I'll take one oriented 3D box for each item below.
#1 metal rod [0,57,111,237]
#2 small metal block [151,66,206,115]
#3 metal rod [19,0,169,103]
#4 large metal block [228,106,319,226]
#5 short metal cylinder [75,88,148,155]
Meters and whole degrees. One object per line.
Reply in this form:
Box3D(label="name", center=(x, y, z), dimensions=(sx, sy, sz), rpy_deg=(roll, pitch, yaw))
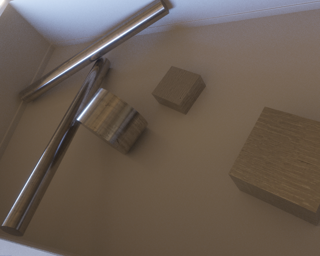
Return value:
Box3D(label="metal rod", center=(-0.126, -0.001, 0.424), dimensions=(0.025, 0.025, 0.300), rpy_deg=(-7, 44, 24))
Box3D(label="small metal block", center=(0.026, -0.052, 0.423), dimensions=(0.050, 0.025, 0.050), rpy_deg=(27, 76, 36))
Box3D(label="metal rod", center=(-0.119, -0.118, 0.508), dimensions=(0.300, 0.025, 0.025), rpy_deg=(-26, 52, 21))
Box3D(label="large metal block", center=(0.127, 0.035, 0.302), dimensions=(0.080, 0.050, 0.080), rpy_deg=(22, 73, 35))
Box3D(label="short metal cylinder", center=(-0.063, -0.008, 0.407), dimensions=(0.080, 0.080, 0.050), rpy_deg=(28, 77, 37))
